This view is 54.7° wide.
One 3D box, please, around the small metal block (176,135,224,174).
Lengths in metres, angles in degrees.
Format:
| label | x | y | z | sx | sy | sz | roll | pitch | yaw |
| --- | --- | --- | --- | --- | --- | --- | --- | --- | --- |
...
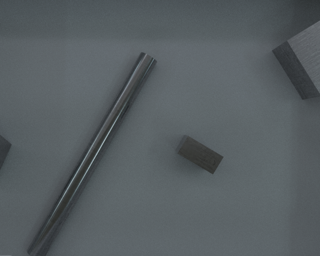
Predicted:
| label | x | y | z | sx | sy | sz | roll | pitch | yaw |
| --- | --- | --- | --- | --- | --- | --- | --- | --- | --- |
| small metal block | 0.049 | 0.033 | 0.400 | 0.050 | 0.050 | 0.025 | 31 | 90 | -1 |

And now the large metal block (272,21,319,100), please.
| label | x | y | z | sx | sy | sz | roll | pitch | yaw |
| --- | --- | --- | --- | --- | --- | --- | --- | --- | --- |
| large metal block | 0.210 | -0.093 | 0.402 | 0.080 | 0.050 | 0.080 | -32 | 90 | 0 |

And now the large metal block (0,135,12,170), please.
| label | x | y | z | sx | sy | sz | roll | pitch | yaw |
| --- | --- | --- | --- | --- | --- | --- | --- | --- | --- |
| large metal block | -0.243 | 0.021 | 0.374 | 0.080 | 0.080 | 0.050 | 14 | 69 | -1 |

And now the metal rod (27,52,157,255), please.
| label | x | y | z | sx | sy | sz | roll | pitch | yaw |
| --- | --- | --- | --- | --- | --- | --- | --- | --- | --- |
| metal rod | -0.089 | 0.036 | 0.410 | 0.025 | 0.025 | 0.299 | 30 | 90 | -1 |
